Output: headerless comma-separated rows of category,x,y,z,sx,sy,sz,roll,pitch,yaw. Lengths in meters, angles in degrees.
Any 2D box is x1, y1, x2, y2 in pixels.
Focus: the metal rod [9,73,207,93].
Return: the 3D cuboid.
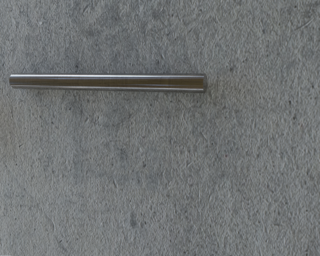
metal rod,-0.085,-0.065,0.437,0.301,0.025,0.025,4,91,19
